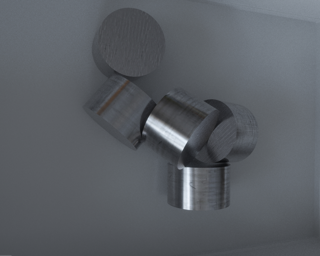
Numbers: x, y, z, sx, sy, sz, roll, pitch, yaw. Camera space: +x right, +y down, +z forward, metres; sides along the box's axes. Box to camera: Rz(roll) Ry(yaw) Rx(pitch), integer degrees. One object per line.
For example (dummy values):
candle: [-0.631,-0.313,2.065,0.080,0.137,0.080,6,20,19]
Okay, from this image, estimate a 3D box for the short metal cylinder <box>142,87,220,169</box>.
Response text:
short metal cylinder: [0.024,0.000,0.356,0.050,0.080,0.080,34,76,20]

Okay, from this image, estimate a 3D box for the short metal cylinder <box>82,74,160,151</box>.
short metal cylinder: [-0.043,-0.018,0.365,0.080,0.080,0.050,42,77,-15]

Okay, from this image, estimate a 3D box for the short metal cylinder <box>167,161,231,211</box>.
short metal cylinder: [0.050,0.071,0.400,0.081,0.080,0.050,0,90,-20]

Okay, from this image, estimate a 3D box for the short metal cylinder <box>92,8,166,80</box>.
short metal cylinder: [-0.040,-0.099,0.382,0.081,0.050,0.080,0,90,-20]

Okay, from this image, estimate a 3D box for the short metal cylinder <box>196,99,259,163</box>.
short metal cylinder: [0.079,0.005,0.403,0.050,0.080,0.080,5,88,-44]
